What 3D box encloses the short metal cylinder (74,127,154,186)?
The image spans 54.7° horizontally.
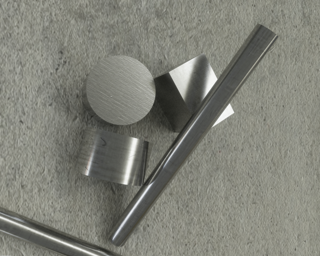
[{"bbox_3d":[-0.053,0.033,0.360,0.081,0.080,0.050,16,85,-20],"label":"short metal cylinder"}]

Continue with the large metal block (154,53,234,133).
[{"bbox_3d":[0.036,-0.040,0.393,0.050,0.080,0.080,-32,101,-17],"label":"large metal block"}]

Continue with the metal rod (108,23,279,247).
[{"bbox_3d":[0.026,0.022,0.348,0.025,0.025,0.299,29,108,-18],"label":"metal rod"}]

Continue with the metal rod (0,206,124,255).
[{"bbox_3d":[-0.074,0.161,0.382,0.301,0.025,0.025,30,80,-18],"label":"metal rod"}]

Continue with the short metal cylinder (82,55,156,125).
[{"bbox_3d":[-0.052,-0.043,0.377,0.081,0.050,0.079,0,90,-20],"label":"short metal cylinder"}]
